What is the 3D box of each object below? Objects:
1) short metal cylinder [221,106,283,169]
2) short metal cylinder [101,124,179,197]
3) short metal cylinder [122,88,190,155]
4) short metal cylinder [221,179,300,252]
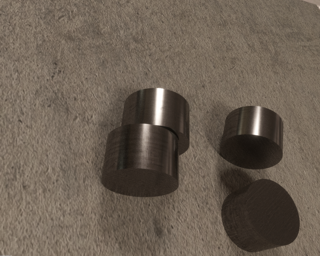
[{"bbox_3d":[0.128,0.015,0.431,0.080,0.080,0.050,27,52,-12],"label":"short metal cylinder"},{"bbox_3d":[-0.020,0.038,0.336,0.081,0.080,0.050,15,56,-20],"label":"short metal cylinder"},{"bbox_3d":[-0.005,-0.003,0.369,0.081,0.080,0.050,16,55,-20],"label":"short metal cylinder"},{"bbox_3d":[0.126,0.111,0.390,0.081,0.050,0.080,14,56,-21],"label":"short metal cylinder"}]
